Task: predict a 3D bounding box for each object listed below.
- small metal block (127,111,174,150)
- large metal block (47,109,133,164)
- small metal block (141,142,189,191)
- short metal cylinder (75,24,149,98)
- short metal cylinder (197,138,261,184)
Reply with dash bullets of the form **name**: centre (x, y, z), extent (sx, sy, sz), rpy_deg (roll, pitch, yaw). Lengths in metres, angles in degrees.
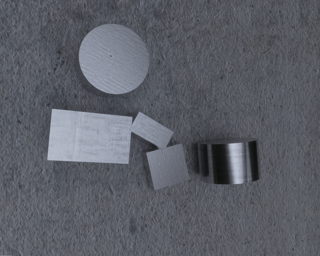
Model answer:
- **small metal block**: centre (-0.018, 0.003, 0.390), extent (0.050, 0.050, 0.025), rpy_deg (31, 80, -18)
- **large metal block**: centre (-0.083, 0.009, 0.350), extent (0.081, 0.080, 0.050), rpy_deg (5, 89, -20)
- **small metal block**: centre (0.007, 0.050, 0.413), extent (0.050, 0.025, 0.050), rpy_deg (-14, 95, -20)
- **short metal cylinder**: centre (-0.059, -0.078, 0.374), extent (0.081, 0.050, 0.079), rpy_deg (0, 90, -21)
- **short metal cylinder**: centre (0.092, 0.042, 0.415), extent (0.081, 0.080, 0.050), rpy_deg (-5, 92, -20)
